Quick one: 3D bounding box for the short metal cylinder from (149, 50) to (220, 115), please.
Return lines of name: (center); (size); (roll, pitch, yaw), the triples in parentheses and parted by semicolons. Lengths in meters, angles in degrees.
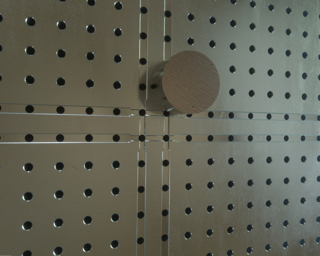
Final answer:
short metal cylinder: (0.031, -0.058, 0.412); (0.081, 0.050, 0.079); (0, 90, -20)
